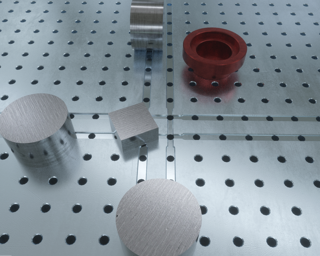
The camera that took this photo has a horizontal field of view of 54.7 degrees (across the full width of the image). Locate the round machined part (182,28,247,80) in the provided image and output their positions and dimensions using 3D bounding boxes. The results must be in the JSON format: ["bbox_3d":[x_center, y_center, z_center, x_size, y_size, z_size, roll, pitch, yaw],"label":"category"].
[{"bbox_3d":[0.085,-0.115,0.494,0.099,0.042,0.098,0,50,0],"label":"round machined part"}]

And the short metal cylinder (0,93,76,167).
[{"bbox_3d":[-0.151,0.002,0.388,0.081,0.050,0.080,0,50,0],"label":"short metal cylinder"}]

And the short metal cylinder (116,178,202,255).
[{"bbox_3d":[-0.001,0.098,0.309,0.080,0.050,0.080,0,50,0],"label":"short metal cylinder"}]

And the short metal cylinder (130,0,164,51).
[{"bbox_3d":[-0.019,-0.170,0.514,0.050,0.080,0.080,2,50,2],"label":"short metal cylinder"}]

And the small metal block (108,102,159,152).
[{"bbox_3d":[-0.035,-0.002,0.409,0.050,0.025,0.050,-19,53,-16],"label":"small metal block"}]
